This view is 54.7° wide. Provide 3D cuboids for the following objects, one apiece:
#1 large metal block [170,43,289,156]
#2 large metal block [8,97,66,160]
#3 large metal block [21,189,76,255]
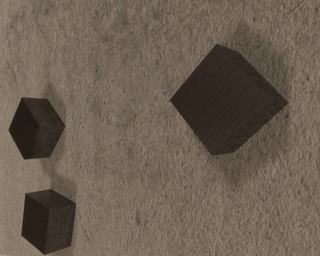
[{"bbox_3d":[0.071,-0.028,0.329,0.080,0.050,0.080,-49,61,28],"label":"large metal block"},{"bbox_3d":[-0.230,0.000,0.575,0.080,0.050,0.080,49,118,28],"label":"large metal block"},{"bbox_3d":[-0.198,0.163,0.549,0.080,0.050,0.079,14,99,38],"label":"large metal block"}]
